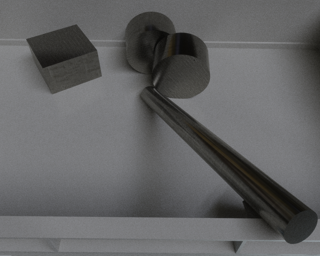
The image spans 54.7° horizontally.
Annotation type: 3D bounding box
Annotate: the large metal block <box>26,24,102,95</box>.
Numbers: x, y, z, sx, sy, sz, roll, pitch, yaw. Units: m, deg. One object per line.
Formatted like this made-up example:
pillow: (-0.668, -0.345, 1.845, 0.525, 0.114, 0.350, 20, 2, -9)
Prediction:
large metal block: (-0.147, -0.108, 0.477, 0.081, 0.050, 0.080, -25, 55, -20)

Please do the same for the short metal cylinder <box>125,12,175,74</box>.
short metal cylinder: (-0.013, -0.130, 0.479, 0.081, 0.080, 0.050, -5, 50, -5)

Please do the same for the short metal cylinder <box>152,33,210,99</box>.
short metal cylinder: (0.030, -0.088, 0.444, 0.081, 0.080, 0.050, 2, 50, 1)

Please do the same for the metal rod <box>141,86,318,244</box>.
metal rod: (0.035, 0.006, 0.318, 0.025, 0.025, 0.300, -17, 26, -14)

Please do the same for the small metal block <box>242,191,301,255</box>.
small metal block: (0.109, 0.095, 0.302, 0.025, 0.050, 0.050, -31, 45, -2)
